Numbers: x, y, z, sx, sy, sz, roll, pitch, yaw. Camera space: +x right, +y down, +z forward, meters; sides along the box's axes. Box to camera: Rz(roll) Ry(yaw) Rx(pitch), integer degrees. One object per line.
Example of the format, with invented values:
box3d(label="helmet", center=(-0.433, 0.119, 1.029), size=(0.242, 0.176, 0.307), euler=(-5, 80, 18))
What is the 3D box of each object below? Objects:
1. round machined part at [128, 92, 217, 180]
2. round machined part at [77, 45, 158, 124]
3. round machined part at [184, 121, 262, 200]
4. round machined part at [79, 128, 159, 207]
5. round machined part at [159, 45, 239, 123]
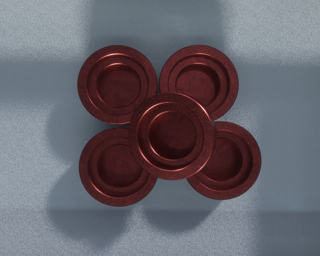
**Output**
box3d(label="round machined part", center=(0.016, 0.008, 0.359), size=(0.098, 0.042, 0.097), euler=(2, 95, 18))
box3d(label="round machined part", center=(-0.052, -0.053, 0.400), size=(0.099, 0.042, 0.097), euler=(0, 90, -1))
box3d(label="round machined part", center=(0.076, 0.040, 0.402), size=(0.099, 0.042, 0.097), euler=(0, 90, -1))
box3d(label="round machined part", center=(-0.051, 0.048, 0.401), size=(0.099, 0.042, 0.097), euler=(0, 90, -1))
box3d(label="round machined part", center=(0.048, -0.054, 0.402), size=(0.099, 0.042, 0.097), euler=(0, 90, -1))
